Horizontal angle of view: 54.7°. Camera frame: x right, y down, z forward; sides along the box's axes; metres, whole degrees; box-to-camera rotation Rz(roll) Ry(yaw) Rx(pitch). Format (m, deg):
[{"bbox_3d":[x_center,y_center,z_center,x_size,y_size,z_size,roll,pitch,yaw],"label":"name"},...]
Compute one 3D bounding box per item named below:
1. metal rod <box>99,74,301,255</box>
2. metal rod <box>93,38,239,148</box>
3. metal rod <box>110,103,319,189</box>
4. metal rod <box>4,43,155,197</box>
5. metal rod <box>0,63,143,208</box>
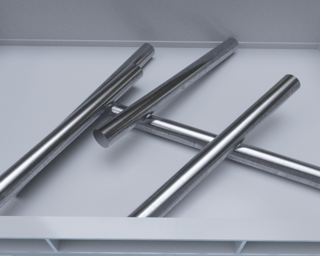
[{"bbox_3d":[0.059,0.031,0.352,0.301,0.025,0.025,-39,60,-19],"label":"metal rod"},{"bbox_3d":[0.028,-0.065,0.437,0.025,0.025,0.302,32,50,24],"label":"metal rod"},{"bbox_3d":[0.077,0.023,0.386,0.301,0.025,0.025,18,52,14],"label":"metal rod"},{"bbox_3d":[-0.095,-0.031,0.429,0.025,0.025,0.301,24,54,18],"label":"metal rod"},{"bbox_3d":[-0.116,0.010,0.368,0.025,0.025,0.301,26,53,20],"label":"metal rod"}]
